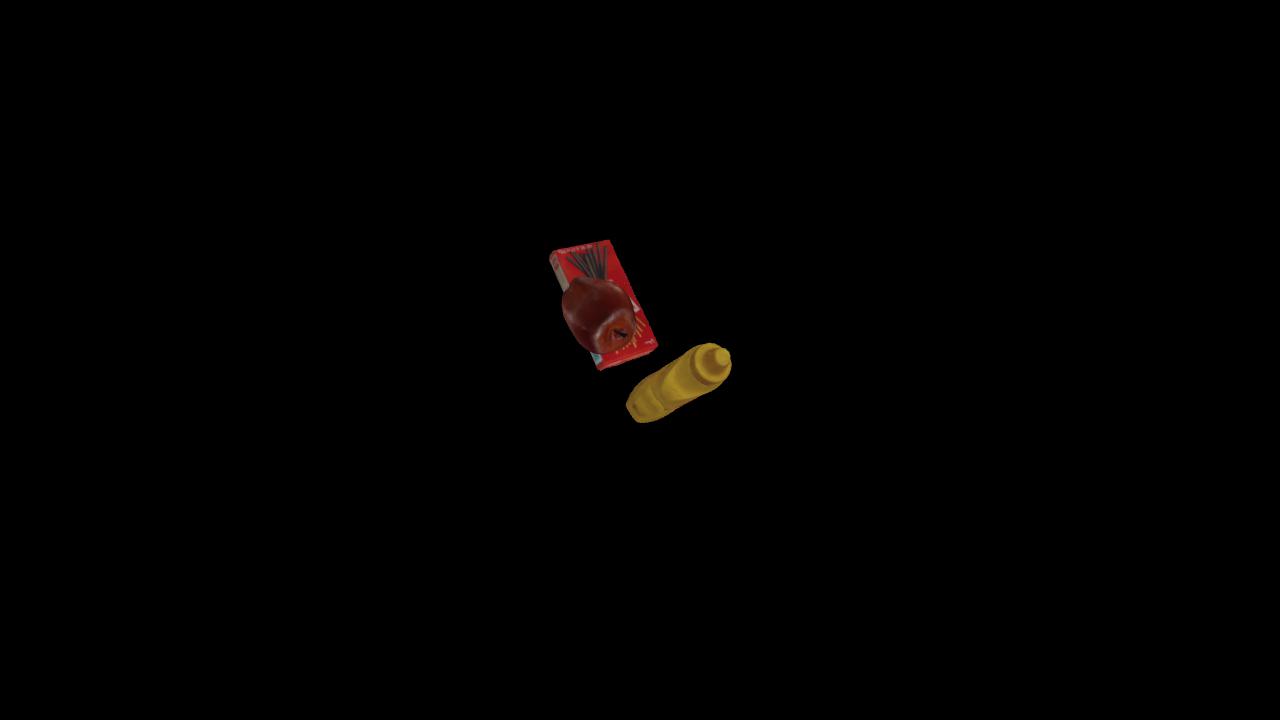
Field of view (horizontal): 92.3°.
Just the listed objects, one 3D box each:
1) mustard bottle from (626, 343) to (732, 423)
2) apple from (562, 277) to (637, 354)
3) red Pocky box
[{"bbox_3d":[0.051,0.021,0.685,0.092,0.054,0.184,-26,-5,-25],"label":"mustard bottle"},{"bbox_3d":[-0.044,-0.049,0.671,0.079,0.079,0.093,0,37,-47],"label":"apple"},{"bbox_3d":[-0.044,-0.070,0.752,0.083,0.155,0.028,-19,-10,-33],"label":"red Pocky box"}]
